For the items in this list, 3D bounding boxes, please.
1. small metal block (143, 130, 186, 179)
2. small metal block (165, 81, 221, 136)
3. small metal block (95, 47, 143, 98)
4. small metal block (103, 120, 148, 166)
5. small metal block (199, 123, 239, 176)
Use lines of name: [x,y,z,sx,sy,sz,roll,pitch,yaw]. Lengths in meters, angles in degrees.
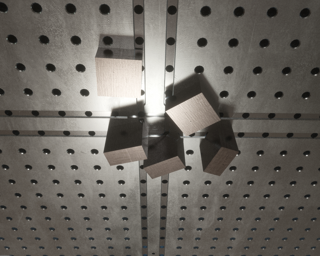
small metal block: [0.006,0.037,0.427,0.050,0.050,0.025,-21,127,17]
small metal block: [0.042,-0.023,0.393,0.050,0.025,0.050,-27,126,20]
small metal block: [-0.046,-0.063,0.357,0.050,0.025,0.050,3,130,-3]
small metal block: [-0.044,0.019,0.411,0.050,0.050,0.025,-11,129,9]
small metal block: [0.079,0.028,0.421,0.025,0.050,0.050,17,128,-14]
